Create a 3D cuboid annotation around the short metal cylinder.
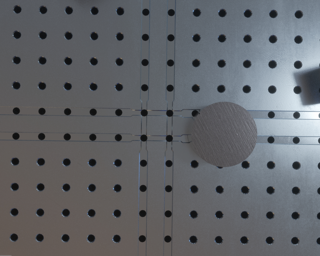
[{"bbox_3d":[0.078,0.008,0.401,0.081,0.050,0.080,0,90,0],"label":"short metal cylinder"}]
